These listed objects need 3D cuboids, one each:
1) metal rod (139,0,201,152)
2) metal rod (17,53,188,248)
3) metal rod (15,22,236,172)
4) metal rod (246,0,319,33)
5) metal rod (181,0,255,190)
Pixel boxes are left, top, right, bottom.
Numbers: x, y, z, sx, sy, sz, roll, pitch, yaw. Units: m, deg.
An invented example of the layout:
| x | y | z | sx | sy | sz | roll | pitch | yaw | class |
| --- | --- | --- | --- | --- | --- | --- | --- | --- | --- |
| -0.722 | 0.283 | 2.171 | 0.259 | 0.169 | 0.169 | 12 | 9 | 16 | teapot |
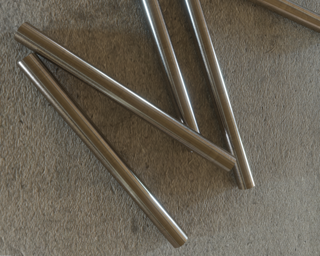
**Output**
| x | y | z | sx | sy | sz | roll | pitch | yaw | class |
| --- | --- | --- | --- | --- | --- | --- | --- | --- | --- |
| 0.004 | -0.112 | 0.409 | 0.025 | 0.025 | 0.298 | -21 | 97 | -19 | metal rod |
| -0.062 | 0.037 | 0.385 | 0.025 | 0.025 | 0.300 | -41 | 103 | -15 | metal rod |
| -0.032 | -0.031 | 0.380 | 0.301 | 0.025 | 0.025 | 32 | 80 | -11 | metal rod |
| 0.160 | -0.194 | 0.467 | 0.302 | 0.025 | 0.025 | 14 | 85 | -20 | metal rod |
| 0.081 | -0.055 | 0.438 | 0.025 | 0.025 | 0.298 | -21 | 97 | -19 | metal rod |
